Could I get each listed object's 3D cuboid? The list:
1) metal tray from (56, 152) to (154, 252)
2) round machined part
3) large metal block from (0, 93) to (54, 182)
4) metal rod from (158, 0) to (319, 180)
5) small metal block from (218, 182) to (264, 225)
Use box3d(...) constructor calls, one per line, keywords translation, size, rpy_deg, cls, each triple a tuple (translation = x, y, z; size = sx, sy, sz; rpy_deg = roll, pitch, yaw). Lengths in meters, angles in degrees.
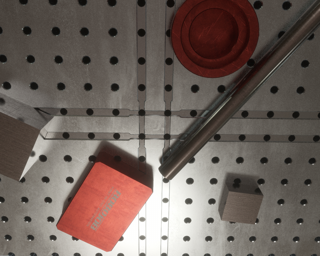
box3d(translation=(-0.080, 0.110, 0.450), size=(0.090, 0.030, 0.129), rpy_deg=(30, 107, -11), cls="metal tray")
box3d(translation=(0.061, -0.111, 0.364), size=(0.099, 0.042, 0.097), rpy_deg=(0, 110, -1), cls="round machined part")
box3d(translation=(-0.198, 0.010, 0.401), size=(0.080, 0.050, 0.080), rpy_deg=(26, 108, -10), cls="large metal block")
box3d(translation=(0.104, -0.043, 0.398), size=(0.025, 0.025, 0.299), rpy_deg=(38, 105, -13), cls="metal rod")
box3d(translation=(0.118, 0.111, 0.456), size=(0.050, 0.025, 0.050), rpy_deg=(8, 110, -4), cls="small metal block")
